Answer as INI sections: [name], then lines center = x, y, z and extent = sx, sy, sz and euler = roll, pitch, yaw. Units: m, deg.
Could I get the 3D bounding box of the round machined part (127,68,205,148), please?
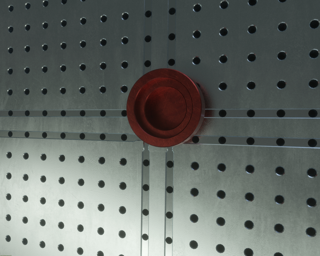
[round machined part]
center = 0.010, -0.025, 0.400
extent = 0.098, 0.042, 0.097
euler = 0, 90, 20
